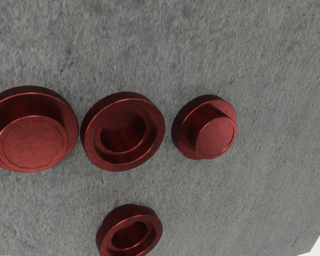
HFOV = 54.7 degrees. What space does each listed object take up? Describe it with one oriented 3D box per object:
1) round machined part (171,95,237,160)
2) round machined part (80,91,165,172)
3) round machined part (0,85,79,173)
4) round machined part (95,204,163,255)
[{"bbox_3d":[0.069,0.005,0.439,0.099,0.042,0.097,-14,125,-21],"label":"round machined part"},{"bbox_3d":[-0.047,0.001,0.372,0.099,0.042,0.097,-14,125,-21],"label":"round machined part"},{"bbox_3d":[-0.135,0.008,0.328,0.099,0.042,0.097,-14,125,-21],"label":"round machined part"},{"bbox_3d":[-0.049,0.154,0.466,0.099,0.042,0.097,-14,125,-21],"label":"round machined part"}]
